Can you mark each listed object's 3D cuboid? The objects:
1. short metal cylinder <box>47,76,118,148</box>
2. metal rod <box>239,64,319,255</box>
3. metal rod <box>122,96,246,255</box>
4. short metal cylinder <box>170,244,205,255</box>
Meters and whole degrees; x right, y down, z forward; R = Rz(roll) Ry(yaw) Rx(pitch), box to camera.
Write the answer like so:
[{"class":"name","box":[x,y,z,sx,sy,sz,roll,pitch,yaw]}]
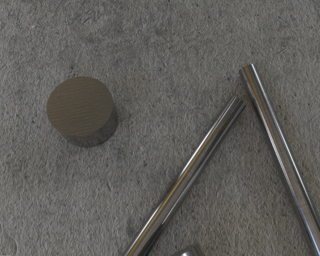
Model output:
[{"class":"short metal cylinder","box":[-0.098,-0.019,0.401,0.081,0.050,0.080,0,70,0]},{"class":"metal rod","box":[0.162,0.052,0.389,0.025,0.025,0.299,-14,71,-5]},{"class":"metal rod","box":[0.020,0.080,0.378,0.025,0.025,0.300,33,73,11]},{"class":"short metal cylinder","box":[0.017,0.162,0.320,0.080,0.080,0.050,-26,72,-9]}]
